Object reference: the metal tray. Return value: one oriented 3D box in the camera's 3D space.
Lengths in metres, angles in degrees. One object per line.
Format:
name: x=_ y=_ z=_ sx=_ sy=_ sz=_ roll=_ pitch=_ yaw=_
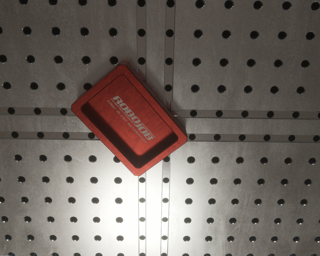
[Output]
metal tray: x=-0.037 y=-0.010 z=0.406 sx=0.090 sy=0.030 sz=0.130 roll=-38 pitch=106 yaw=12
